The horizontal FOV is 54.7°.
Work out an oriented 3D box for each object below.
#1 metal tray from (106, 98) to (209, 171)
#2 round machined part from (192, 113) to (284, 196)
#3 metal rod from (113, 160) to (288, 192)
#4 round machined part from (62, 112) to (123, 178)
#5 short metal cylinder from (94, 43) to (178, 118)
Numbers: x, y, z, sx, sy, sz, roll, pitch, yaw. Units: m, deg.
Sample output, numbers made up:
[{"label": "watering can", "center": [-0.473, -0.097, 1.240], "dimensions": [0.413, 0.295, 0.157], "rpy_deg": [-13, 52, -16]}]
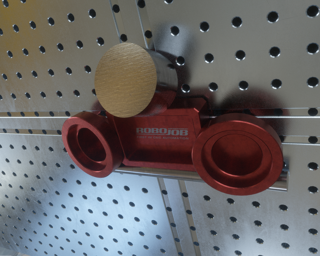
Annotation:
[{"label": "metal tray", "center": [0.001, 0.009, 0.407], "dimensions": [0.130, 0.030, 0.089], "rpy_deg": [1, 120, 27]}, {"label": "round machined part", "center": [0.089, 0.026, 0.358], "dimensions": [0.098, 0.042, 0.097], "rpy_deg": [8, 119, 15]}, {"label": "metal rod", "center": [0.017, 0.059, 0.434], "dimensions": [0.301, 0.025, 0.025], "rpy_deg": [2, 119, 27]}, {"label": "round machined part", "center": [-0.092, 0.020, 0.450], "dimensions": [0.098, 0.042, 0.097], "rpy_deg": [18, 126, 28]}, {"label": "short metal cylinder", "center": [-0.027, -0.052, 0.353], "dimensions": [0.080, 0.050, 0.079], "rpy_deg": [1, 93, 28]}]
